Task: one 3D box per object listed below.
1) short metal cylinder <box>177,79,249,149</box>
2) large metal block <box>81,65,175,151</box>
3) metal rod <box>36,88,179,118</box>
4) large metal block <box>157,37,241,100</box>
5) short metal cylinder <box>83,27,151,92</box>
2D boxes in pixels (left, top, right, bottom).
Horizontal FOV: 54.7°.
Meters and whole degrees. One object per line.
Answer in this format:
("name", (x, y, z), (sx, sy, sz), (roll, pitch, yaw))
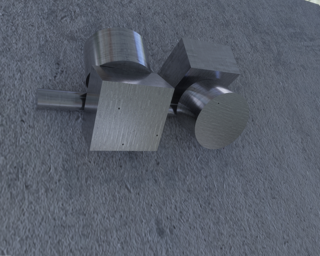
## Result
("short metal cylinder", (0.069, -0.019, 0.411), (0.081, 0.079, 0.050), (2, 26, -27))
("large metal block", (-0.039, -0.021, 0.354), (0.081, 0.079, 0.050), (3, 26, -27))
("metal rod", (-0.006, -0.028, 0.421), (0.303, 0.025, 0.025), (2, 61, -27))
("large metal block", (0.053, -0.078, 0.445), (0.081, 0.080, 0.050), (1, 61, -28))
("short metal cylinder", (-0.053, -0.078, 0.388), (0.081, 0.080, 0.050), (3, 60, -27))
